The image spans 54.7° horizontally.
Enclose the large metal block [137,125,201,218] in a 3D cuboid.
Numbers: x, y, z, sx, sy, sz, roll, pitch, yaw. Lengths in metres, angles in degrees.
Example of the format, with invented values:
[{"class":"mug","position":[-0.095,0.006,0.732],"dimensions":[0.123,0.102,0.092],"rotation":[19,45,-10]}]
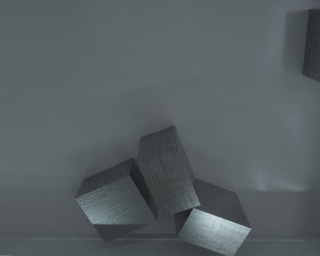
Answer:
[{"class":"large metal block","position":[0.011,0.053,0.402],"dimensions":[0.050,0.080,0.080],"rotation":[-20,109,7]}]

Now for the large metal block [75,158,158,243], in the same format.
[{"class":"large metal block","position":[-0.057,0.101,0.434],"dimensions":[0.080,0.050,0.080],"rotation":[-25,109,8]}]

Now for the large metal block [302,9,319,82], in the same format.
[{"class":"large metal block","position":[0.223,-0.100,0.364],"dimensions":[0.081,0.050,0.079],"rotation":[-3,110,0]}]

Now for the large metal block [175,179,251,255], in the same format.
[{"class":"large metal block","position":[0.067,0.119,0.427],"dimensions":[0.080,0.080,0.050],"rotation":[22,109,-8]}]
